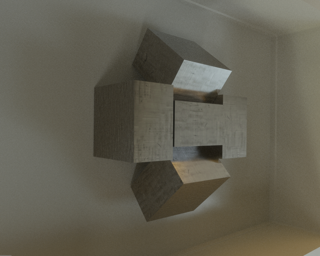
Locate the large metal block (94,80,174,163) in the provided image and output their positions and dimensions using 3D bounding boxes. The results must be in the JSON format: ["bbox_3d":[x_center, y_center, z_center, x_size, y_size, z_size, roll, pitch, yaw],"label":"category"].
[{"bbox_3d":[-0.031,-0.006,0.343,0.050,0.080,0.080,1,90,-40],"label":"large metal block"}]

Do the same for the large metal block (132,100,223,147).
[{"bbox_3d":[0.021,-0.005,0.386,0.081,0.080,0.050,1,90,-40],"label":"large metal block"}]

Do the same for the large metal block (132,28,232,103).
[{"bbox_3d":[0.026,-0.075,0.382,0.081,0.080,0.050,2,126,-40],"label":"large metal block"}]

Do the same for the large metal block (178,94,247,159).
[{"bbox_3d":[0.071,-0.002,0.429,0.050,0.080,0.080,1,90,-40],"label":"large metal block"}]

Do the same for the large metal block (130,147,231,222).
[{"bbox_3d":[0.024,0.066,0.381,0.081,0.080,0.050,1,48,-41],"label":"large metal block"}]
